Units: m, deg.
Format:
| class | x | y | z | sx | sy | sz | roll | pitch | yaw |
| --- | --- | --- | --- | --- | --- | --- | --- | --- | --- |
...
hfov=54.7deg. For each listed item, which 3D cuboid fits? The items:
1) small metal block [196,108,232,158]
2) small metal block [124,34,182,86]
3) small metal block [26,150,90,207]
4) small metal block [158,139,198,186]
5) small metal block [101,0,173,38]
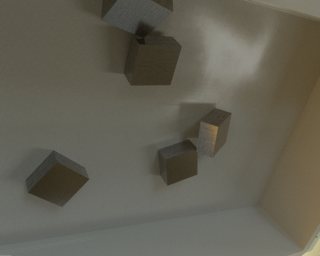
| class | x | y | z | sx | sy | sz | roll | pitch | yaw |
| --- | --- | --- | --- | --- | --- | --- | --- | --- | --- |
| small metal block | 0.077 | 0.006 | 0.439 | 0.050 | 0.025 | 0.050 | -37 | 139 | -49 |
| small metal block | -0.009 | -0.076 | 0.351 | 0.050 | 0.025 | 0.050 | -5 | 132 | -27 |
| small metal block | -0.125 | 0.063 | 0.379 | 0.050 | 0.025 | 0.050 | -46 | 129 | 4 |
| small metal block | 0.027 | 0.051 | 0.454 | 0.050 | 0.025 | 0.050 | -17 | 125 | -19 |
| small metal block | -0.023 | -0.120 | 0.304 | 0.050 | 0.025 | 0.050 | 14 | 155 | -34 |
